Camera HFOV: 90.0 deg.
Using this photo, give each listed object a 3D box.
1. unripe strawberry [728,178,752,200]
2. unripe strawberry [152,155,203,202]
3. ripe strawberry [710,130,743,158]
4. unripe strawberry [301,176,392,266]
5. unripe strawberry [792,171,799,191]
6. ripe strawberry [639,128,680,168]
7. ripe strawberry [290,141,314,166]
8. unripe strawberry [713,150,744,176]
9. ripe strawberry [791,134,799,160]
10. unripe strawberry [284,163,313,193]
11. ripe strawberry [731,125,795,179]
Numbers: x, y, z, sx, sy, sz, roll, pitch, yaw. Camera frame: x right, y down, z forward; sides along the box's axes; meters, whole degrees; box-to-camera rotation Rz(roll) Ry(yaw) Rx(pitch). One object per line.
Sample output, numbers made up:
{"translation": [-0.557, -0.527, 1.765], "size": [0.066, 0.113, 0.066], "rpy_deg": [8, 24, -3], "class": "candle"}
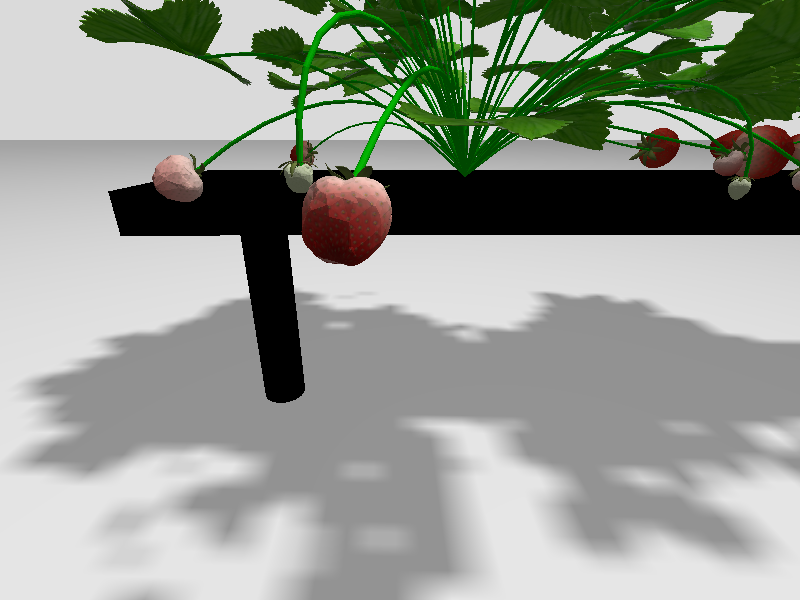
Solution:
{"translation": [0.183, -0.060, 0.216], "size": [0.011, 0.011, 0.010], "rpy_deg": [-21, 31, -40], "class": "unripe strawberry"}
{"translation": [-0.116, -0.062, 0.207], "size": [0.022, 0.023, 0.021], "rpy_deg": [-34, 37, -26], "class": "unripe strawberry"}
{"translation": [0.394, -0.184, 0.481], "size": [0.035, 0.037, 0.038], "rpy_deg": [-15, 27, -31], "class": "ripe strawberry"}
{"translation": [-0.015, -0.021, 0.112], "size": [0.027, 0.024, 0.024], "rpy_deg": [7, -19, 15], "class": "unripe strawberry"}
{"translation": [0.254, -0.074, 0.244], "size": [0.019, 0.019, 0.018], "rpy_deg": [-51, -7, 33], "class": "unripe strawberry"}
{"translation": [0.257, -0.149, 0.393], "size": [0.035, 0.037, 0.033], "rpy_deg": [-7, 24, -18], "class": "ripe strawberry"}
{"translation": [-0.097, -0.144, 0.398], "size": [0.024, 0.025, 0.022], "rpy_deg": [-3, 19, 28], "class": "ripe strawberry"}
{"translation": [0.269, -0.111, 0.327], "size": [0.020, 0.019, 0.018], "rpy_deg": [-28, 19, 13], "class": "unripe strawberry"}
{"translation": [0.498, -0.191, 0.502], "size": [0.032, 0.034, 0.035], "rpy_deg": [-1, 23, -2], "class": "ripe strawberry"}
{"translation": [-0.035, -0.042, 0.138], "size": [0.011, 0.010, 0.010], "rpy_deg": [10, 25, 21], "class": "unripe strawberry"}
{"translation": [0.300, -0.121, 0.330], "size": [0.042, 0.041, 0.039], "rpy_deg": [0, 23, 0], "class": "ripe strawberry"}
